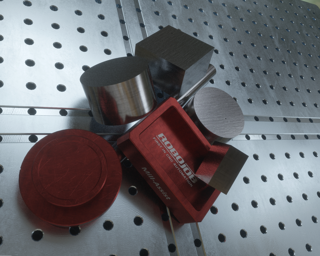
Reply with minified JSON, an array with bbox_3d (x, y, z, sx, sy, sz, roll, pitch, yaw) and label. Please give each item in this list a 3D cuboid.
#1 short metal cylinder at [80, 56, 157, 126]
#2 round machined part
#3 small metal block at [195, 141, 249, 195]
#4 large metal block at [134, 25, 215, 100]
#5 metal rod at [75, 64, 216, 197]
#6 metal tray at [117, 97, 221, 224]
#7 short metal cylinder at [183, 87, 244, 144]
[{"bbox_3d":[-0.048,-0.046,0.368,0.080,0.050,0.080,-9,33,6],"label":"short metal cylinder"},{"bbox_3d":[-0.087,0.046,0.306,0.099,0.042,0.098,4,68,-10],"label":"round machined part"},{"bbox_3d":[0.071,0.045,0.365,0.025,0.050,0.050,32,87,-11],"label":"small metal block"},{"bbox_3d":[0.019,-0.097,0.446,0.080,0.050,0.080,32,49,18],"label":"large metal block"},{"bbox_3d":[-0.004,-0.013,0.416,0.025,0.025,0.302,44,52,2],"label":"metal rod"},{"bbox_3d":[0.021,0.038,0.375,0.130,0.030,0.090,52,51,-7],"label":"metal tray"},{"bbox_3d":[0.070,-0.011,0.435,0.081,0.050,0.080,14,56,-21],"label":"short metal cylinder"}]
